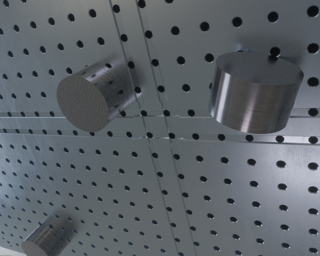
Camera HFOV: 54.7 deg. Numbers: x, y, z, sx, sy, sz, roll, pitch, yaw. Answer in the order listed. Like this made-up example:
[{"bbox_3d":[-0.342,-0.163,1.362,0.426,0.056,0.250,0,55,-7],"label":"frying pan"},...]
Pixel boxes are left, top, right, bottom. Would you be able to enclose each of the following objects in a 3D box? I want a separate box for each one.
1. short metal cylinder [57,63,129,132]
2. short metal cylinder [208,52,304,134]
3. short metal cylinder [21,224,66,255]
[{"bbox_3d":[-0.090,-0.041,0.417,0.080,0.050,0.079,13,124,21],"label":"short metal cylinder"},{"bbox_3d":[0.091,-0.037,0.305,0.080,0.080,0.050,17,125,18],"label":"short metal cylinder"},{"bbox_3d":[-0.261,0.264,0.697,0.080,0.050,0.079,13,124,21],"label":"short metal cylinder"}]
